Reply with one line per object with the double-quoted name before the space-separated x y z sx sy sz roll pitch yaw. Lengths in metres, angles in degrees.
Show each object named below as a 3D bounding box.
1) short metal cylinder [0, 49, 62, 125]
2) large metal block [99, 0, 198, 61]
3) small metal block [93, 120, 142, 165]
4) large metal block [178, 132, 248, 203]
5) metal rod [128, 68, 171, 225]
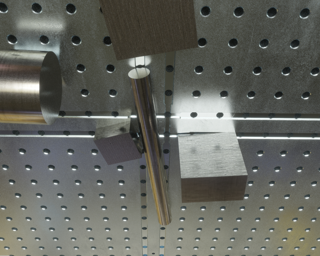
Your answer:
"short metal cylinder" -0.143 -0.044 0.336 0.050 0.080 0.079 2 130 -3
"large metal block" -0.010 -0.118 0.295 0.080 0.050 0.080 -8 130 6
"small metal block" -0.057 0.021 0.429 0.050 0.025 0.050 -13 129 10
"large metal block" 0.067 0.052 0.421 0.080 0.080 0.050 -3 130 2
"metal rod" -0.008 0.049 0.453 0.025 0.025 0.298 -5 130 4
